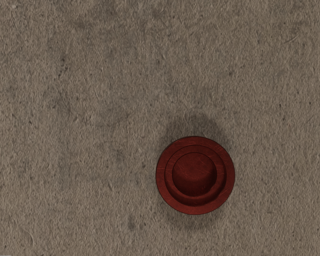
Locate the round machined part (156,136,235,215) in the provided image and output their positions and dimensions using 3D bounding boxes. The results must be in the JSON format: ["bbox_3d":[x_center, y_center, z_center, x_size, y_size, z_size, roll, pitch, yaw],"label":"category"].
[{"bbox_3d":[0.044,0.059,0.402,0.099,0.042,0.097,0,90,-1],"label":"round machined part"}]
